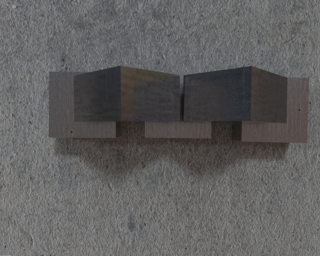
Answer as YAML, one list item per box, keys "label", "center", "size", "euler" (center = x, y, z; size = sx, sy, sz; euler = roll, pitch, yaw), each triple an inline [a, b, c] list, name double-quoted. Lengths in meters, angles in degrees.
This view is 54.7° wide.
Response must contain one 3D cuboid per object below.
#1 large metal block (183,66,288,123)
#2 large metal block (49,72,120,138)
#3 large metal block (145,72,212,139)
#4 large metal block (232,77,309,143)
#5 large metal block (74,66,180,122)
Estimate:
- label: "large metal block"
  center: [0.082, -0.031, 0.337]
  size: [0.080, 0.081, 0.050]
  euler: [1, 90, 44]
- label: "large metal block"
  center: [-0.093, -0.028, 0.398]
  size: [0.081, 0.050, 0.079]
  euler: [0, 90, -1]
- label: "large metal block"
  center: [0.022, -0.028, 0.399]
  size: [0.081, 0.050, 0.079]
  euler: [1, 90, -1]
- label: "large metal block"
  center: [0.140, -0.022, 0.401]
  size: [0.081, 0.050, 0.079]
  euler: [2, 90, -1]
- label: "large metal block"
  center: [-0.035, -0.032, 0.333]
  size: [0.081, 0.080, 0.050]
  euler: [-1, 91, -46]
